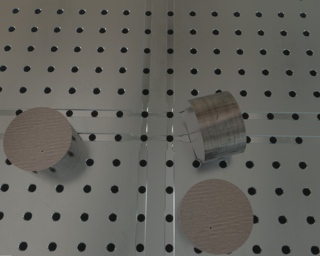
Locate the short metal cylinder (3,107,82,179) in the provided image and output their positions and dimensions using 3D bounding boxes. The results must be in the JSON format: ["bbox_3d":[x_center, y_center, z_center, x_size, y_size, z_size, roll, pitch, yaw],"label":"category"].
[{"bbox_3d":[-0.145,0.020,0.390,0.081,0.050,0.080,0,70,0],"label":"short metal cylinder"}]

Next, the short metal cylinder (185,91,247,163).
[{"bbox_3d":[0.066,-0.001,0.383,0.050,0.080,0.080,-14,71,-5],"label":"short metal cylinder"}]

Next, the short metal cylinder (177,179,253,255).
[{"bbox_3d":[0.062,0.103,0.361,0.081,0.050,0.080,0,70,0],"label":"short metal cylinder"}]
